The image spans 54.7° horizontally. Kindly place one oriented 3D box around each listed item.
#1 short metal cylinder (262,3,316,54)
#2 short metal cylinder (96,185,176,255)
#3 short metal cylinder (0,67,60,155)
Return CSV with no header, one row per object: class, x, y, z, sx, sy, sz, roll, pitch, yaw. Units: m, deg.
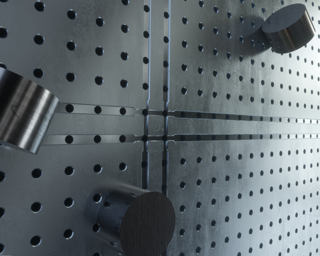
short metal cylinder,0.239,-0.185,0.577,0.050,0.080,0.080,48,61,-30
short metal cylinder,-0.028,0.112,0.372,0.081,0.050,0.079,0,90,-40
short metal cylinder,-0.134,-0.015,0.262,0.080,0.080,0.050,30,72,-37
